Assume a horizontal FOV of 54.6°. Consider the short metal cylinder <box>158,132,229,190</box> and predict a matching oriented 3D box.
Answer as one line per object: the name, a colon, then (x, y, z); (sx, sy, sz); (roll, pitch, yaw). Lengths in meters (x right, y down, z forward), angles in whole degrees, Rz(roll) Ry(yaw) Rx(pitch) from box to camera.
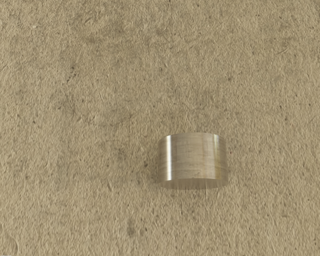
short metal cylinder: (0.038, 0.042, 0.364); (0.080, 0.080, 0.050); (0, 70, 0)
